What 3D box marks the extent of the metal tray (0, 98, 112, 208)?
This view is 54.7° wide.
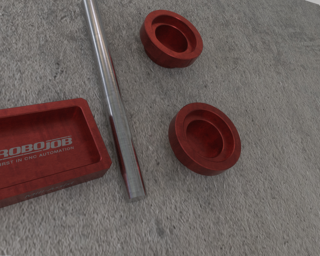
[{"bbox_3d":[-0.127,0.022,0.318,0.131,0.030,0.090,-13,69,-34],"label":"metal tray"}]

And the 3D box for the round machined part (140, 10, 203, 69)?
[{"bbox_3d":[0.014,-0.132,0.481,0.099,0.042,0.098,14,56,-21],"label":"round machined part"}]

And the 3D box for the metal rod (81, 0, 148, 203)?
[{"bbox_3d":[-0.065,-0.053,0.400,0.025,0.025,0.299,-3,63,-30],"label":"metal rod"}]

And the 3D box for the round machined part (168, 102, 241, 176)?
[{"bbox_3d":[0.055,0.018,0.411,0.099,0.042,0.098,14,56,-21],"label":"round machined part"}]
